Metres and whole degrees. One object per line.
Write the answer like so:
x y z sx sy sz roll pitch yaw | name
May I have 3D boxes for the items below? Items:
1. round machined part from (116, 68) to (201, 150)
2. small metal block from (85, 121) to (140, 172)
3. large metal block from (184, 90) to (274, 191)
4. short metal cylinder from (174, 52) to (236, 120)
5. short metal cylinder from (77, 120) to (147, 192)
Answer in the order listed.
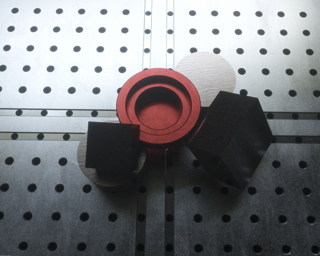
-0.002 -0.020 0.379 0.099 0.042 0.098 0 70 0 | round machined part
-0.051 0.019 0.338 0.050 0.025 0.050 4 89 14 | small metal block
0.086 0.015 0.371 0.050 0.080 0.080 20 67 43 | large metal block
0.057 -0.055 0.419 0.081 0.050 0.080 0 70 0 | short metal cylinder
-0.056 0.036 0.384 0.081 0.050 0.080 0 70 0 | short metal cylinder
